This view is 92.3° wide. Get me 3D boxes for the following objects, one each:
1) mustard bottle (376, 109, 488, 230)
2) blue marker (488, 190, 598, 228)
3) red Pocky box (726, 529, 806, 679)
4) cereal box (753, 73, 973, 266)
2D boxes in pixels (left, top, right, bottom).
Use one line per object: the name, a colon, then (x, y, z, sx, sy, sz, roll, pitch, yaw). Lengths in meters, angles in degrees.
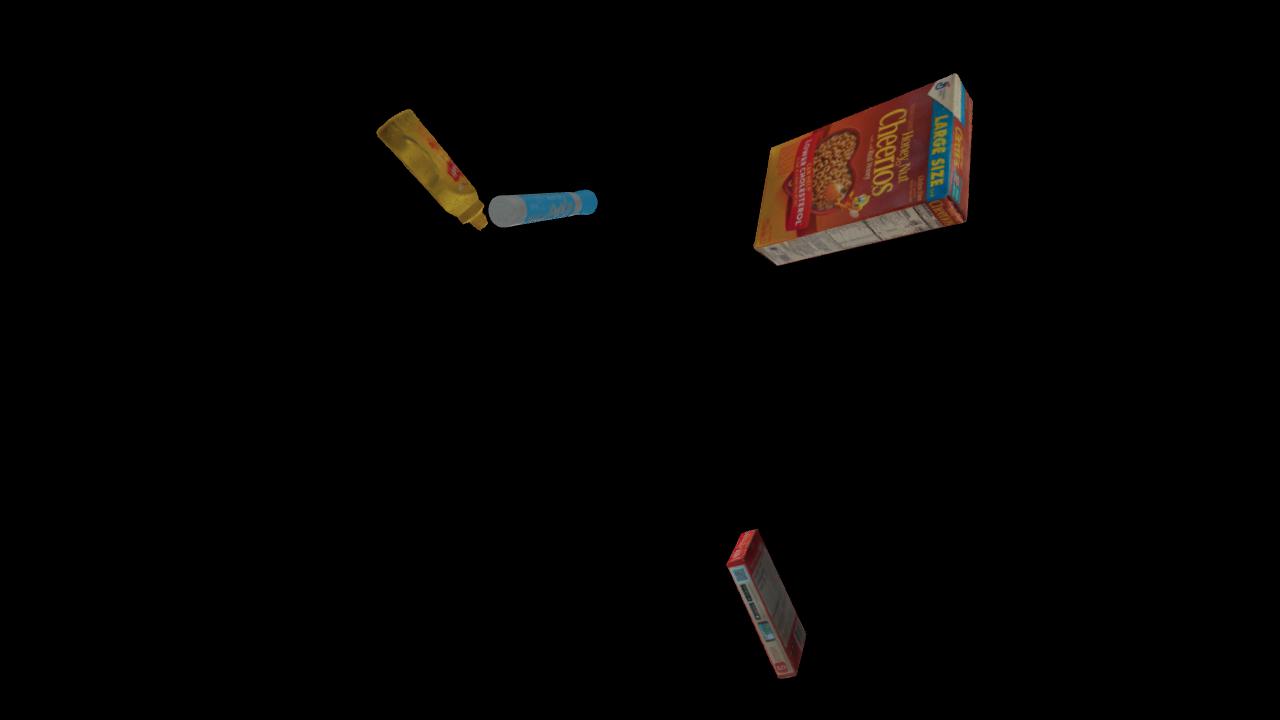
mustard bottle: (-0.283, -0.261, 0.872, 0.054, 0.184, 0.092, -35, 24, 9)
blue marker: (-0.060, -0.104, 0.418, 0.020, 0.020, 0.121, 0, 16, 22)
red Pocky box: (0.157, 0.296, 0.757, 0.028, 0.155, 0.083, -24, 1, 26)
cereal box: (0.327, -0.272, 0.926, 0.081, 0.203, 0.306, 27, -22, -37)
